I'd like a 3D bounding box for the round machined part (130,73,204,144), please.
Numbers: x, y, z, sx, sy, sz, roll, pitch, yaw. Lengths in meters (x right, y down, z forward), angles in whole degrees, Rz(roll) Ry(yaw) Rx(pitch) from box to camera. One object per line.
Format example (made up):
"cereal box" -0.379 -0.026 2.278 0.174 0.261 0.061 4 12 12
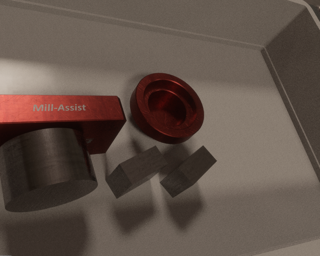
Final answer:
"round machined part" 0.006 -0.022 0.413 0.099 0.042 0.098 14 56 -21

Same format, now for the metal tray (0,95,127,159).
"metal tray" -0.111 0.004 0.319 0.131 0.089 0.030 -3 60 -32

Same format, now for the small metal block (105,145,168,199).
"small metal block" -0.027 0.050 0.346 0.050 0.050 0.025 -25 76 -37

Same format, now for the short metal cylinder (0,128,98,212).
"short metal cylinder" -0.104 0.041 0.290 0.081 0.080 0.050 -7 65 -32

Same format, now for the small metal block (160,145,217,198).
"small metal block" 0.034 0.053 0.377 0.025 0.050 0.050 49 51 6
